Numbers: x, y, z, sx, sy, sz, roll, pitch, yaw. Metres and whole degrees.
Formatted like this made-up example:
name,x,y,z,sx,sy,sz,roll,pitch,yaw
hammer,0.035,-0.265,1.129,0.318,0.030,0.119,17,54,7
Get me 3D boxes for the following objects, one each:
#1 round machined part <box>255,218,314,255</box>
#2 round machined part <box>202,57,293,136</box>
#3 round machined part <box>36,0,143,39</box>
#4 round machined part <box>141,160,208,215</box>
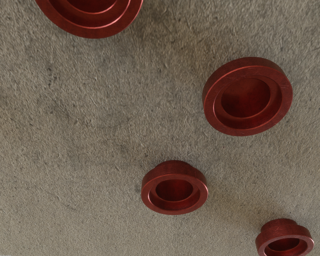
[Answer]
name,x,y,z,sx,sy,sz,roll,pitch,yaw
round machined part,0.226,0.204,0.571,0.099,0.042,0.097,0,130,0
round machined part,0.098,-0.040,0.363,0.099,0.042,0.097,0,130,0
round machined part,-0.063,-0.135,0.280,0.099,0.042,0.097,0,130,0
round machined part,0.021,0.086,0.469,0.099,0.042,0.097,0,130,0
